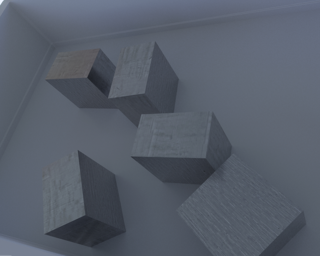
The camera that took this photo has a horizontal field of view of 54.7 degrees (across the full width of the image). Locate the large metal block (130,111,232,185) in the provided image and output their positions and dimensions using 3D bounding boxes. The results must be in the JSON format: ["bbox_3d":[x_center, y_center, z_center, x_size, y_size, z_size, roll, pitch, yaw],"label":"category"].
[{"bbox_3d":[0.027,0.025,0.340,0.080,0.080,0.050,-1,61,27],"label":"large metal block"}]

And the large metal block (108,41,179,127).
[{"bbox_3d":[-0.018,-0.054,0.411,0.050,0.080,0.080,-5,60,25],"label":"large metal block"}]

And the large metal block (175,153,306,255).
[{"bbox_3d":[0.077,0.085,0.296,0.080,0.050,0.080,-44,51,-3],"label":"large metal block"}]

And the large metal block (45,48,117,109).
[{"bbox_3d":[-0.108,-0.071,0.469,0.080,0.080,0.050,3,63,29],"label":"large metal block"}]

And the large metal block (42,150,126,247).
[{"bbox_3d":[-0.089,0.085,0.363,0.050,0.080,0.080,-27,53,11],"label":"large metal block"}]
